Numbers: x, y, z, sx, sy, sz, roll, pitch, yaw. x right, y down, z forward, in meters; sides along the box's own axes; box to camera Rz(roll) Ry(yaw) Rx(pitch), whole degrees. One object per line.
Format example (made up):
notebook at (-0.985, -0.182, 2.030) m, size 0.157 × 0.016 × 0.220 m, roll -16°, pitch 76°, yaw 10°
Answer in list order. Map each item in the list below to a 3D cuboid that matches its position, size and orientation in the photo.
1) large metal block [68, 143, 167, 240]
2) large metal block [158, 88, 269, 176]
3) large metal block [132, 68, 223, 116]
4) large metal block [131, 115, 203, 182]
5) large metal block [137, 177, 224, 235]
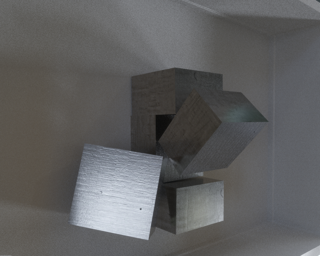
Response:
large metal block at (-0.041, 0.064, 0.326) m, size 0.050 × 0.080 × 0.080 m, roll 56°, pitch 44°, yaw -79°
large metal block at (0.058, 0.004, 0.347) m, size 0.081 × 0.079 × 0.050 m, roll -1°, pitch 46°, yaw -40°
large metal block at (0.021, -0.041, 0.387) m, size 0.081 × 0.080 × 0.050 m, roll -2°, pitch 91°, yaw -40°
large metal block at (0.010, 0.024, 0.401) m, size 0.081 × 0.050 × 0.079 m, roll -1°, pitch 91°, yaw -40°
large metal block at (0.022, 0.090, 0.389) m, size 0.081 × 0.080 × 0.050 m, roll 0°, pitch 90°, yaw -40°
